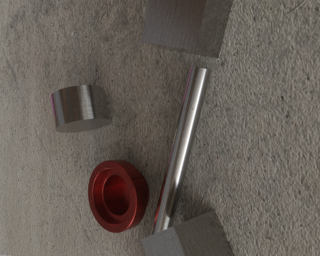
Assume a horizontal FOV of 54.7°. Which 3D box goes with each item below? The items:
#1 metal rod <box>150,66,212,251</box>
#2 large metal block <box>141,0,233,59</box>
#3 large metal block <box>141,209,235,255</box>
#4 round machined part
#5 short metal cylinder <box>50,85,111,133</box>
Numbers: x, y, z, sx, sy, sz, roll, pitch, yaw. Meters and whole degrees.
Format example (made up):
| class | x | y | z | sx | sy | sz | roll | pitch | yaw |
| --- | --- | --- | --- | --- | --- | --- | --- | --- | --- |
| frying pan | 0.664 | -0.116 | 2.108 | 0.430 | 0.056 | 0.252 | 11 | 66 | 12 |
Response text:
| class | x | y | z | sx | sy | sz | roll | pitch | yaw |
| --- | --- | --- | --- | --- | --- | --- | --- | --- | --- |
| metal rod | 0.015 | 0.073 | 0.390 | 0.025 | 0.025 | 0.298 | 21 | 103 | 38 |
| large metal block | 0.032 | -0.131 | 0.361 | 0.080 | 0.050 | 0.079 | 21 | 103 | 37 |
| large metal block | 0.036 | 0.143 | 0.338 | 0.050 | 0.081 | 0.080 | -35 | 69 | 34 |
| round machined part | -0.054 | 0.093 | 0.436 | 0.098 | 0.042 | 0.097 | 0 | 90 | 39 |
| short metal cylinder | -0.119 | -0.027 | 0.464 | 0.080 | 0.081 | 0.050 | -20 | 78 | 38 |
